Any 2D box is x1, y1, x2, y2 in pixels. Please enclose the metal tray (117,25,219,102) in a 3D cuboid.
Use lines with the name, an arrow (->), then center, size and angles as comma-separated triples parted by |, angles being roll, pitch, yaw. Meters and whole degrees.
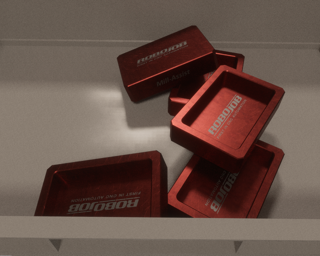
metal tray -> 0.008, -0.096, 0.451 | 0.131, 0.030, 0.090 | -22, 42, 2

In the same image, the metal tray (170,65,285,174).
metal tray -> 0.083, -0.017, 0.377 | 0.090, 0.030, 0.131 | 28, 55, 21

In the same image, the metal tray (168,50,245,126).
metal tray -> 0.071, -0.066, 0.458 | 0.090, 0.030, 0.130 | 12, 51, 9

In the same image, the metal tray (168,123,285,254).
metal tray -> 0.075, 0.060, 0.351 | 0.090, 0.030, 0.130 | 25, 54, 19

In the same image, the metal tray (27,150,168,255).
metal tray -> -0.059, 0.075, 0.317 | 0.131, 0.030, 0.090 | -9, 49, 10
